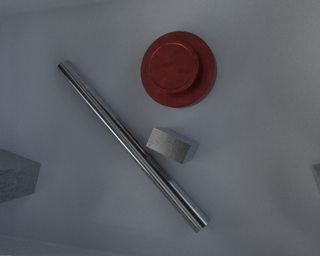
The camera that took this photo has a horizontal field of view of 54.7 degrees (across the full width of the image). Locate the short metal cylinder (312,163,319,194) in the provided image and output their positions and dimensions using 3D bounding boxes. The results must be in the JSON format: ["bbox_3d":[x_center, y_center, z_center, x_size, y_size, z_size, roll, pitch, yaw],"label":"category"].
[{"bbox_3d":[0.194,0.069,0.313,0.050,0.080,0.080,-19,84,19],"label":"short metal cylinder"}]

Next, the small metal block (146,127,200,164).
[{"bbox_3d":[0.018,0.021,0.390,0.050,0.050,0.025,26,99,18],"label":"small metal block"}]

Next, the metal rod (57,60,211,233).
[{"bbox_3d":[-0.044,0.016,0.424,0.025,0.025,0.300,-46,76,14],"label":"metal rod"}]

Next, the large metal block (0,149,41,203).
[{"bbox_3d":[-0.244,0.070,0.465,0.080,0.080,0.050,17,96,19],"label":"large metal block"}]

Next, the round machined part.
[{"bbox_3d":[0.020,-0.075,0.394,0.098,0.042,0.097,0,90,19],"label":"round machined part"}]
